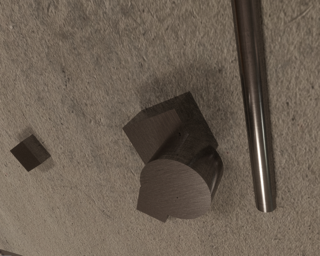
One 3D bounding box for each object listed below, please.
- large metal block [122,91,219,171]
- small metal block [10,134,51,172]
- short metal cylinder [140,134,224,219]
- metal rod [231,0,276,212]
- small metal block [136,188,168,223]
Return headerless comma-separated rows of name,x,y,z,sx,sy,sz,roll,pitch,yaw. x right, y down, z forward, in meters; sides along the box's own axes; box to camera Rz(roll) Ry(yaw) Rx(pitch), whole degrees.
large metal block,0.014,0.011,0.389,0.080,0.050,0.080,-19,109,35
small metal block,-0.232,0.045,0.554,0.050,0.025,0.050,-28,103,37
short metal cylinder,0.025,0.054,0.345,0.080,0.050,0.079,13,124,20
metal rod,0.102,-0.031,0.332,0.025,0.025,0.298,0,119,28
small metal block,-0.006,0.111,0.477,0.050,0.025,0.050,21,126,15
